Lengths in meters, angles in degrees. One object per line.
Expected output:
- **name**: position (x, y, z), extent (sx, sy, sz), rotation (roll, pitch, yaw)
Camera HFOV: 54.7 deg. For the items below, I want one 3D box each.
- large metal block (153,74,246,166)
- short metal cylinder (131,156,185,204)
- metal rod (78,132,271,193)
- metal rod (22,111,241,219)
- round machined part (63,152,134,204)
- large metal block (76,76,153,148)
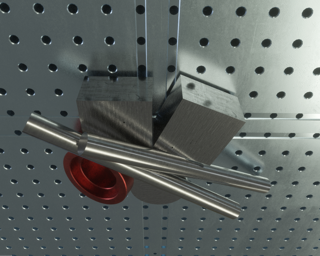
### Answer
- **large metal block**: position (0.044, -0.008, 0.383), extent (0.080, 0.050, 0.079), rotation (19, 128, -16)
- **short metal cylinder**: position (-0.001, 0.065, 0.445), extent (0.081, 0.050, 0.079), rotation (0, 130, 0)
- **metal rod**: position (0.041, 0.053, 0.403), extent (0.302, 0.025, 0.025), rotation (17, 130, -33)
- **metal rod**: position (-0.017, 0.056, 0.387), extent (0.301, 0.025, 0.025), rotation (27, 125, -23)
- **round machined part**: position (-0.079, 0.056, 0.428), extent (0.098, 0.042, 0.097), rotation (14, 129, 18)
- **large metal block**: position (-0.049, -0.015, 0.373), extent (0.081, 0.050, 0.079), rotation (1, 130, -1)
